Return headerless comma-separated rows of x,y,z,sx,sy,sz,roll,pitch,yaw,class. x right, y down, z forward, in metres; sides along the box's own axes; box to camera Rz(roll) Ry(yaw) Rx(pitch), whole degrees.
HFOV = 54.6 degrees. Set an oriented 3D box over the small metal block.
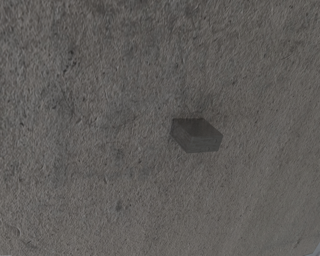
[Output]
0.049,0.009,0.422,0.050,0.050,0.025,-1,119,-28,small metal block
